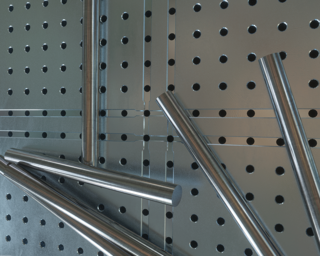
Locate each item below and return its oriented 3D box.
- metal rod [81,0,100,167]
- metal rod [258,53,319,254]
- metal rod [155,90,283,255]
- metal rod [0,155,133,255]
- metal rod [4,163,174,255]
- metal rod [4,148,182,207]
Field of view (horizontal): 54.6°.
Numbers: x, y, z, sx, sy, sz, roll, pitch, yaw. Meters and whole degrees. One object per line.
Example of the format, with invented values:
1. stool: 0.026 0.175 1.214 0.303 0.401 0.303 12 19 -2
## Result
1. metal rod: -0.100 -0.079 0.448 0.025 0.025 0.298 1 90 20
2. metal rod: 0.169 0.059 0.352 0.025 0.025 0.299 -18 84 19
3. metal rod: 0.085 0.081 0.382 0.025 0.025 0.299 -36 79 16
4. metal rod: -0.143 0.125 0.463 0.300 0.025 0.025 29 100 17
5. metal rod: -0.094 0.128 0.434 0.301 0.025 0.025 26 99 13
6. metal rod: -0.110 0.060 0.423 0.300 0.025 0.025 7 93 30
